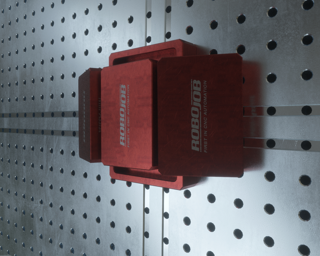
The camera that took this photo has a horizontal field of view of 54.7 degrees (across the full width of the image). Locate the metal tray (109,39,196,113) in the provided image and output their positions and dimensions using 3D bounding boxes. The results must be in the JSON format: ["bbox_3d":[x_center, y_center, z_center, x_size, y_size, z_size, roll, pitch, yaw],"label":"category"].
[{"bbox_3d":[-0.014,-0.062,0.415,0.130,0.030,0.089,1,91,39],"label":"metal tray"}]

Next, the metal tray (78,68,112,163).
[{"bbox_3d":[-0.098,-0.017,0.461,0.090,0.030,0.129,180,90,-65],"label":"metal tray"}]

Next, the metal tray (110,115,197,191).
[{"bbox_3d":[-0.013,0.029,0.415,0.130,0.030,0.089,1,91,39],"label":"metal tray"}]

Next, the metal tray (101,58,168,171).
[{"bbox_3d":[-0.034,-0.016,0.392,0.090,0.030,0.129,0,90,39],"label":"metal tray"}]

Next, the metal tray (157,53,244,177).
[{"bbox_3d":[0.045,-0.013,0.343,0.090,0.030,0.129,-1,90,12],"label":"metal tray"}]
